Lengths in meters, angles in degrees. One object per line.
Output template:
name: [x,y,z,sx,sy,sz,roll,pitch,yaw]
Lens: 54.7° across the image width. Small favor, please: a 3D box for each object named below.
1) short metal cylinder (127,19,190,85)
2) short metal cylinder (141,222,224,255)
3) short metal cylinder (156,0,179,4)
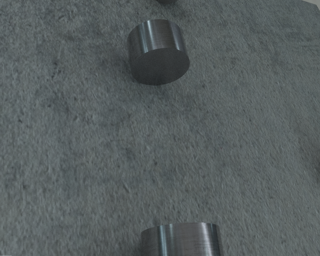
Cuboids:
short metal cylinder: [-0.003,-0.103,0.431,0.081,0.080,0.050,4,60,-27]
short metal cylinder: [0.022,0.127,0.304,0.081,0.080,0.050,10,58,-24]
short metal cylinder: [0.021,-0.266,0.544,0.080,0.080,0.050,47,51,4]
